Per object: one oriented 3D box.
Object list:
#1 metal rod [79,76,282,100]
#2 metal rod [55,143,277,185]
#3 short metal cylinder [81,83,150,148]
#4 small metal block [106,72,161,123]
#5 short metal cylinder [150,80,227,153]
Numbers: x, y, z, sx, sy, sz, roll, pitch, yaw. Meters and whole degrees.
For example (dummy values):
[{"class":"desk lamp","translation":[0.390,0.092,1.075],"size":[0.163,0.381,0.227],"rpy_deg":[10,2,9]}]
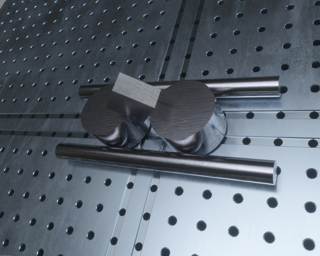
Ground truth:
[{"class":"metal rod","translation":[0.008,-0.053,0.432],"size":[0.300,0.025,0.025],"rpy_deg":[2,63,29]},{"class":"metal rod","translation":[-0.014,0.040,0.387],"size":[0.300,0.025,0.025],"rpy_deg":[3,63,29]},{"class":"short metal cylinder","translation":[-0.061,-0.015,0.429],"size":[0.080,0.050,0.080],"rpy_deg":[-13,56,21]},{"class":"small metal block","translation":[-0.033,-0.034,0.367],"size":[0.050,0.050,0.025],"rpy_deg":[22,66,-10]},{"class":"short metal cylinder","translation":[0.035,-0.011,0.376],"size":[0.080,0.050,0.080],"rpy_deg":[-13,56,21]}]
